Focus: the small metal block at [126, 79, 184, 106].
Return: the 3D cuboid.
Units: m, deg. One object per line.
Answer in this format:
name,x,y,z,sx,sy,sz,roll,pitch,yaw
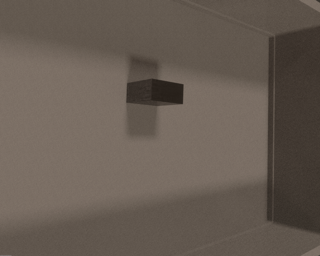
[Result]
small metal block,-0.006,-0.043,0.387,0.050,0.050,0.025,3,88,-40
